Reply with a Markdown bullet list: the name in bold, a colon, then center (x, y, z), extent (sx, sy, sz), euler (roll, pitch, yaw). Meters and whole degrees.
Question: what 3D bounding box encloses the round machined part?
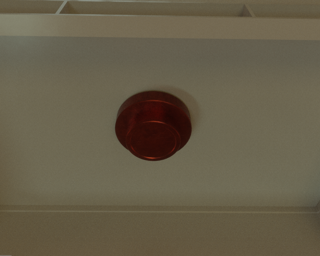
- **round machined part**: center (-0.008, 0.005, 0.398), extent (0.099, 0.042, 0.097), euler (0, 130, 0)
